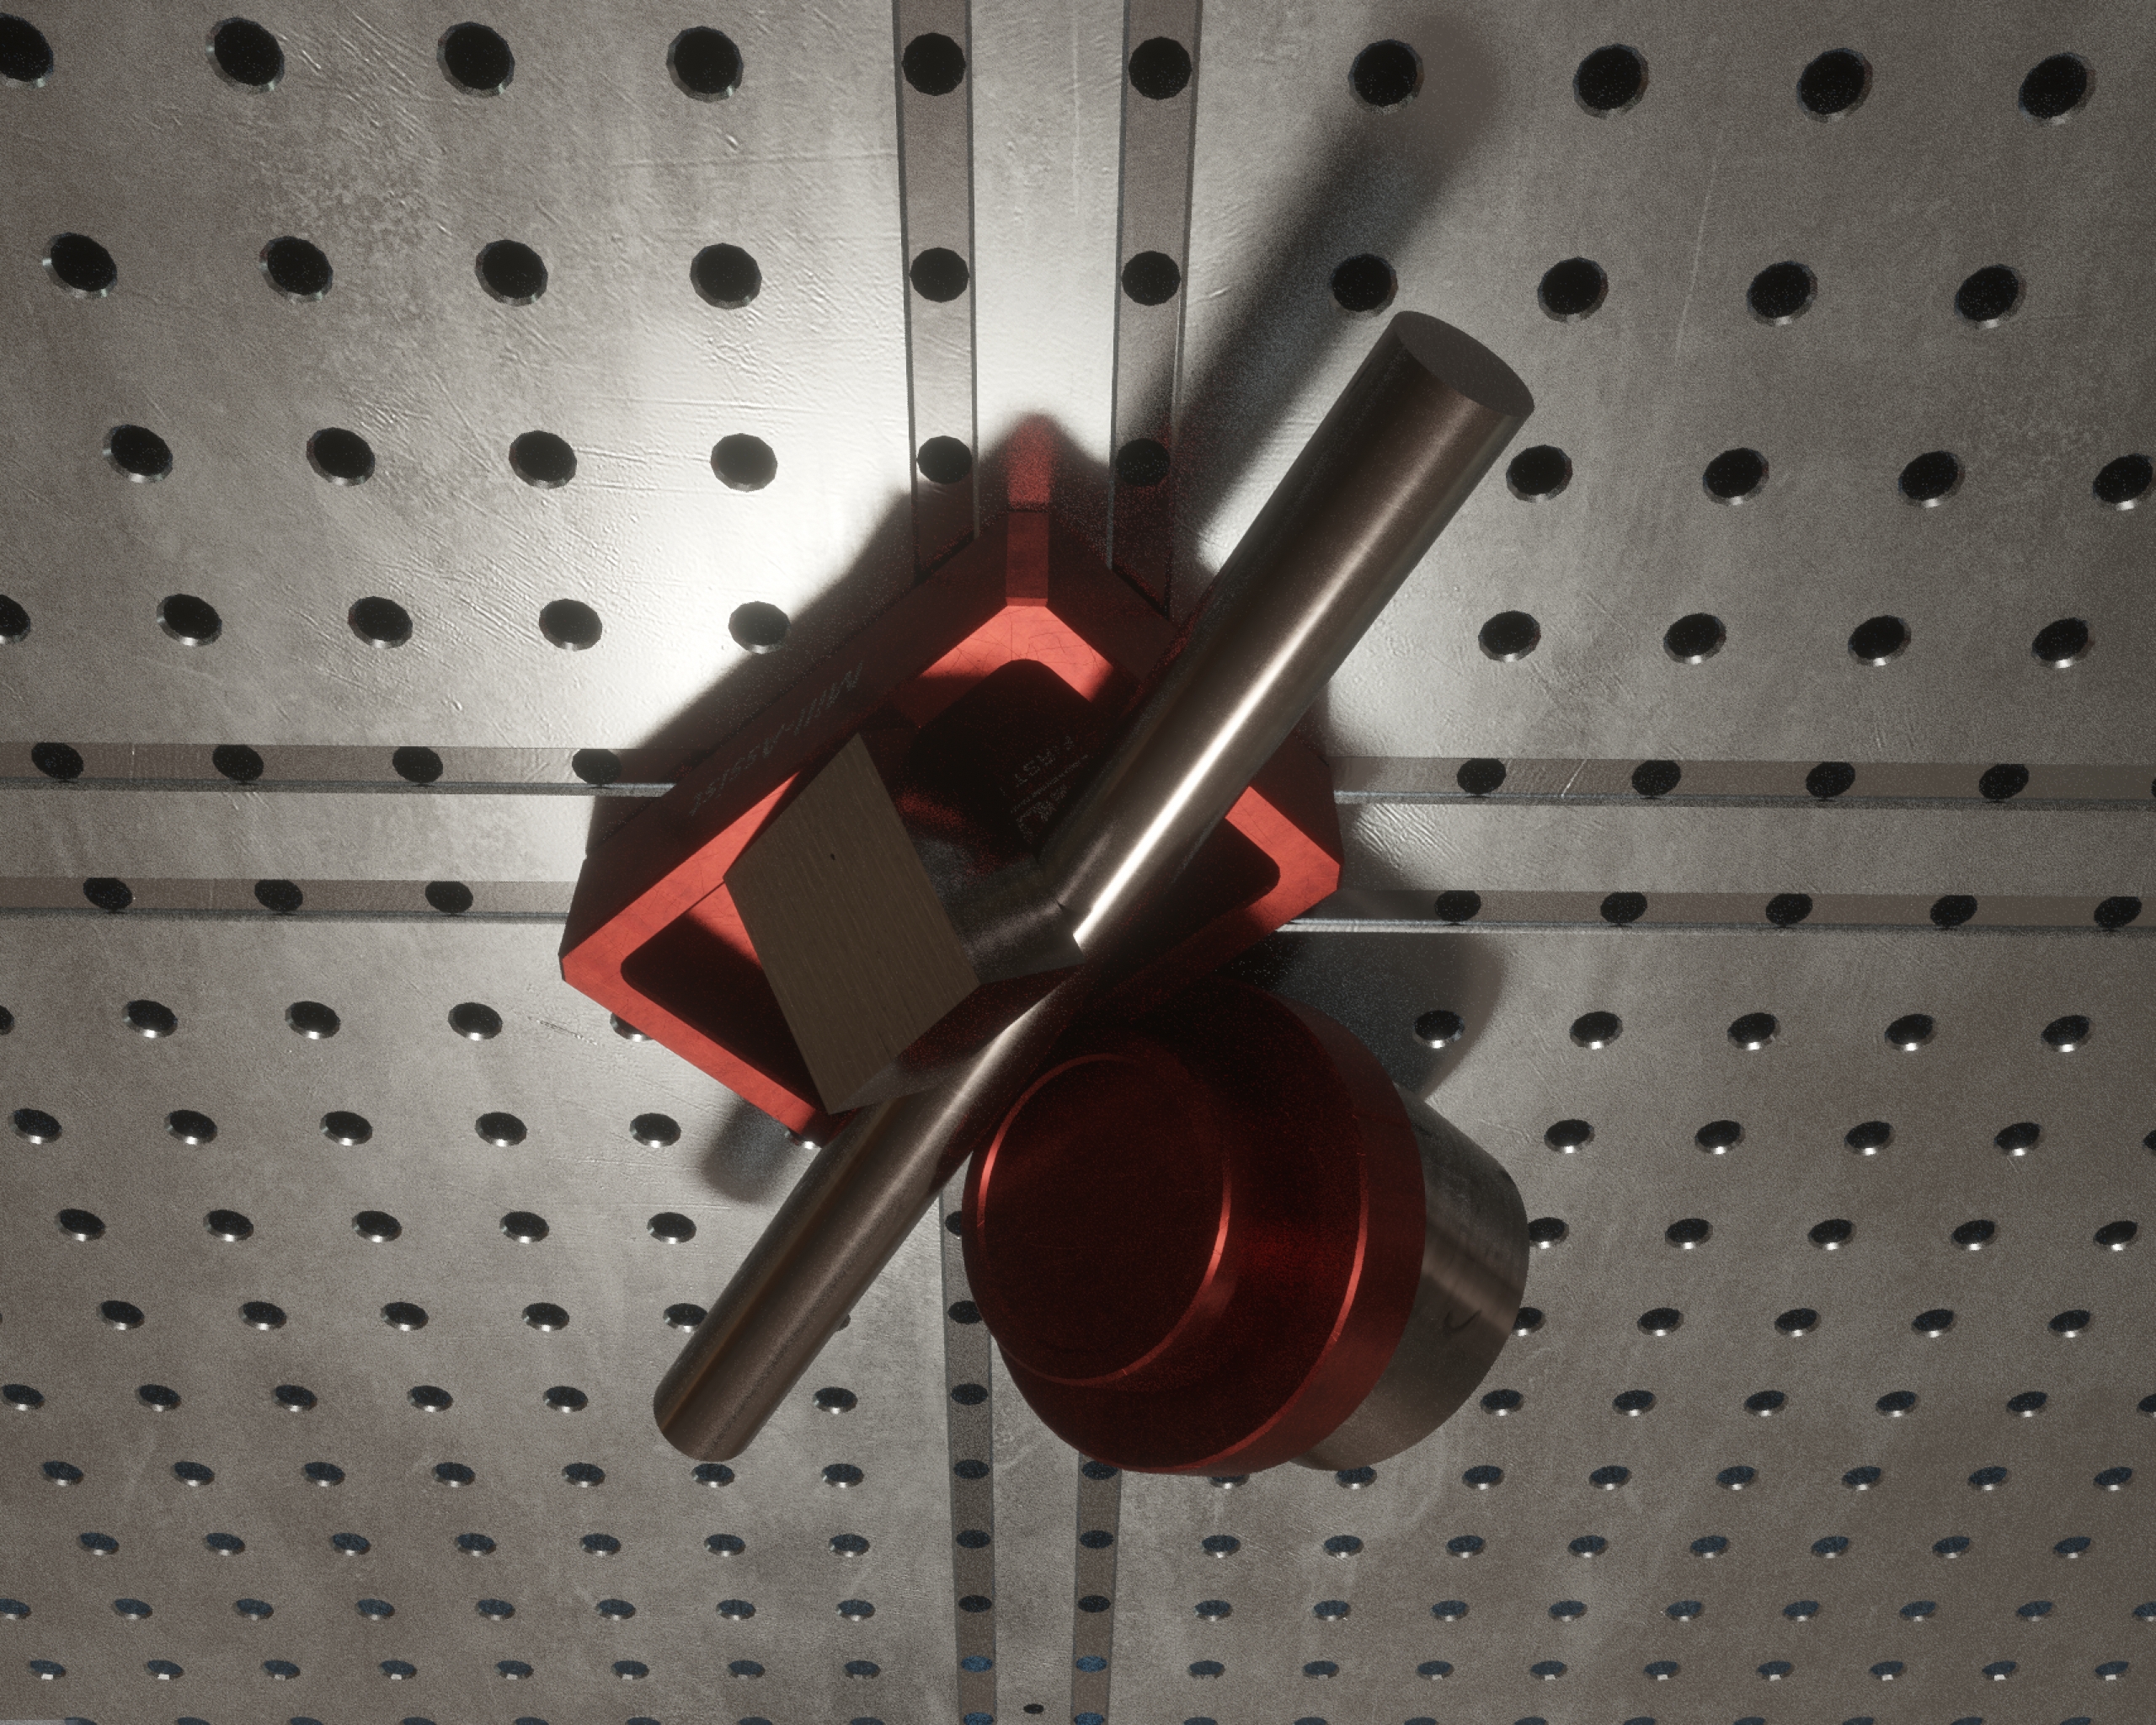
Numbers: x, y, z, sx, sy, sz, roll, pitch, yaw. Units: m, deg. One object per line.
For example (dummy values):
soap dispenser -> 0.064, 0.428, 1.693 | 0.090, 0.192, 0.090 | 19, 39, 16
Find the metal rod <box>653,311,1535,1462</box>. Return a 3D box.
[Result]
metal rod -> -0.014, 0.026, 0.394 | 0.025, 0.025, 0.298 | 22, 127, -18

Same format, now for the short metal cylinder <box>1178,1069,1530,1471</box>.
short metal cylinder -> 0.048, 0.081, 0.444 | 0.080, 0.080, 0.050 | -36, 122, 26

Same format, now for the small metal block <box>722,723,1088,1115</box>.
small metal block -> -0.032, 0.010, 0.375 | 0.025, 0.050, 0.050 | -9, 156, -45

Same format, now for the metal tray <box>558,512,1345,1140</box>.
metal tray -> -0.025, 0.002, 0.409 | 0.130, 0.030, 0.090 | -35, 122, 26

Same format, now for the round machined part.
round machined part -> 0.015, 0.069, 0.409 | 0.098, 0.098, 0.042 | -38, 143, 27
